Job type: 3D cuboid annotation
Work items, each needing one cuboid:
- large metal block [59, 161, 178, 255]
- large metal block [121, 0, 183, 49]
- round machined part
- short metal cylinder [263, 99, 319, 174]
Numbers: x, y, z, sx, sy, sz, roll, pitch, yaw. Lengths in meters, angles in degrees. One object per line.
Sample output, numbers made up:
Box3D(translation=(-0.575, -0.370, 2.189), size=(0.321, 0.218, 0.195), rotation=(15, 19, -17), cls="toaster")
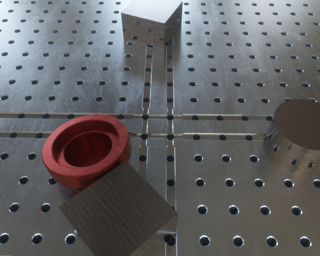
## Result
Box3D(translation=(-0.040, 0.094, 0.312), size=(0.080, 0.050, 0.080), rotation=(-34, 58, -25), cls="large metal block")
Box3D(translation=(-0.013, -0.194, 0.554), size=(0.080, 0.050, 0.080), rotation=(19, 53, 15), cls="large metal block")
Box3D(translation=(-0.081, 0.031, 0.363), size=(0.099, 0.042, 0.098), rotation=(-5, 42, 4), cls="round machined part")
Box3D(translation=(0.176, 0.010, 0.384), size=(0.080, 0.050, 0.080), rotation=(0, 50, 0), cls="short metal cylinder")
